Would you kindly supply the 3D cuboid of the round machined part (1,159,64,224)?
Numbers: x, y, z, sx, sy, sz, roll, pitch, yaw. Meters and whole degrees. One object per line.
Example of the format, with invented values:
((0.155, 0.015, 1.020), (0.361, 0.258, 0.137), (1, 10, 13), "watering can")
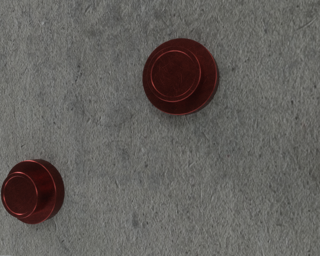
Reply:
((-0.199, 0.098, 0.470), (0.098, 0.042, 0.097), (0, 90, 20), "round machined part")

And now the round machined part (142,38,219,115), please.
((0.022, -0.065, 0.392), (0.098, 0.042, 0.097), (0, 90, 20), "round machined part")
